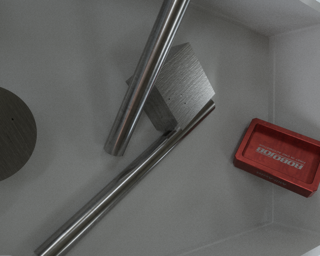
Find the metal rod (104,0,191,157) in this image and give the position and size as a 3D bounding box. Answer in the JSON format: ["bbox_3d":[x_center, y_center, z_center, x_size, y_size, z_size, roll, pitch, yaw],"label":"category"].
[{"bbox_3d":[0.005,-0.101,0.318,0.025,0.025,0.298,8,115,-40],"label":"metal rod"}]

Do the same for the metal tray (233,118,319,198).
[{"bbox_3d":[0.200,0.046,0.513,0.090,0.130,0.030,-58,159,-25],"label":"metal tray"}]

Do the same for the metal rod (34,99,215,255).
[{"bbox_3d":[-0.022,0.048,0.389,0.302,0.025,0.025,-41,116,-32],"label":"metal rod"}]

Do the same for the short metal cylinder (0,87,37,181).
[{"bbox_3d":[-0.154,0.005,0.262,0.081,0.050,0.079,0,90,-40],"label":"short metal cylinder"}]

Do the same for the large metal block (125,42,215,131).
[{"bbox_3d":[0.016,-0.053,0.406,0.080,0.050,0.080,-47,118,-30],"label":"large metal block"}]
